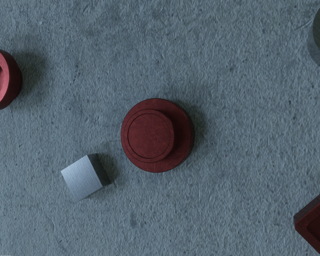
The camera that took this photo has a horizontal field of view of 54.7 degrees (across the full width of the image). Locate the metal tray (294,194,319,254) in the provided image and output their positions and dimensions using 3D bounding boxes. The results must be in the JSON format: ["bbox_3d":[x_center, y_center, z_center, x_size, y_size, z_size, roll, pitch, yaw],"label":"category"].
[{"bbox_3d":[0.223,0.093,0.328,0.090,0.030,0.130,47,104,13],"label":"metal tray"}]

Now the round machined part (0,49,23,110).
[{"bbox_3d":[-0.259,-0.076,0.489,0.098,0.042,0.097,0,90,19],"label":"round machined part"}]

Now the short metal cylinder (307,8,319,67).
[{"bbox_3d":[0.202,-0.100,0.325,0.080,0.050,0.079,0,90,19],"label":"short metal cylinder"}]

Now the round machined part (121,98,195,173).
[{"bbox_3d":[-0.007,0.010,0.402,0.098,0.042,0.097,0,90,19],"label":"round machined part"}]

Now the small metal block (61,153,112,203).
[{"bbox_3d":[-0.106,0.071,0.445,0.050,0.025,0.050,-32,80,17],"label":"small metal block"}]
